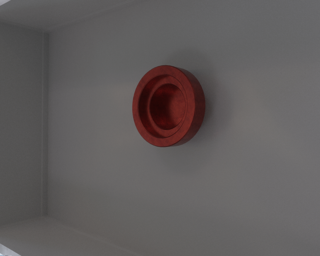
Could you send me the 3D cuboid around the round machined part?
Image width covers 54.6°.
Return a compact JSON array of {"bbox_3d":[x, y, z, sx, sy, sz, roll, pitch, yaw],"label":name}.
[{"bbox_3d":[0.015,-0.026,0.384,0.098,0.042,0.097,0,90,40],"label":"round machined part"}]
